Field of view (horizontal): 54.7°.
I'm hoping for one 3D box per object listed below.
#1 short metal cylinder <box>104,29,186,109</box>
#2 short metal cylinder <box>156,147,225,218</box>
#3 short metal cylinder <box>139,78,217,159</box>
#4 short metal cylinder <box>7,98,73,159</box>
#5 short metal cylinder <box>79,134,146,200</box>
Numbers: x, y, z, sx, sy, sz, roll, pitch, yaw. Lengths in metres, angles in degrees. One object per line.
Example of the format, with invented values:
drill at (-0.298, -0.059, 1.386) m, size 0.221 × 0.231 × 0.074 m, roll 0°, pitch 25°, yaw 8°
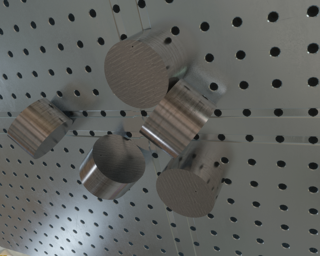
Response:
short metal cylinder at (-0.017, -0.069, 0.361) m, size 0.080 × 0.050 × 0.079 m, roll 13°, pitch 124°, yaw 21°
short metal cylinder at (0.042, 0.073, 0.418) m, size 0.080 × 0.050 × 0.079 m, roll 13°, pitch 124°, yaw 21°
short metal cylinder at (0.021, -0.010, 0.358) m, size 0.050 × 0.080 × 0.080 m, roll 39°, pitch 129°, yaw 2°
short metal cylinder at (-0.181, 0.001, 0.472) m, size 0.050 × 0.080 × 0.080 m, roll 41°, pitch 129°, yaw 0°
short metal cylinder at (-0.068, 0.056, 0.446) m, size 0.080 × 0.080 × 0.050 m, roll 41°, pitch 129°, yaw 0°
